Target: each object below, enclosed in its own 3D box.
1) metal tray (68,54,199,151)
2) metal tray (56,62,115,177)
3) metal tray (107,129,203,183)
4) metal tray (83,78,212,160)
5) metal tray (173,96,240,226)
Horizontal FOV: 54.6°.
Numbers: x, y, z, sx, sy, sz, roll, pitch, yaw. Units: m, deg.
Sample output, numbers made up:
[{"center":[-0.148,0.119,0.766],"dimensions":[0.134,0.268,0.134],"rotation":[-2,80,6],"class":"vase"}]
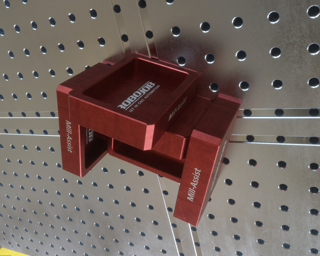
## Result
[{"center":[-0.022,-0.036,0.332],"dimensions":[0.090,0.131,0.030],"rotation":[20,127,16],"class":"metal tray"},{"center":[-0.091,-0.011,0.411],"dimensions":[0.030,0.090,0.129],"rotation":[20,126,16],"class":"metal tray"},{"center":[-0.008,0.016,0.422],"dimensions":[0.130,0.030,0.089],"rotation":[20,126,16],"class":"metal tray"},{"center":[-0.014,-0.020,0.364],"dimensions":[0.130,0.090,0.030],"rotation":[20,126,16],"class":"metal tray"},{"center":[0.055,0.039,0.364],"dimensions":[0.030,0.090,0.129],"rotation":[20,126,17],"class":"metal tray"}]
